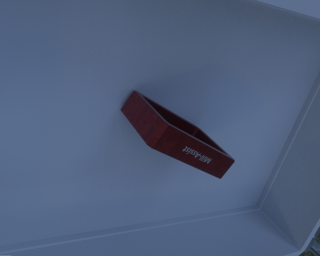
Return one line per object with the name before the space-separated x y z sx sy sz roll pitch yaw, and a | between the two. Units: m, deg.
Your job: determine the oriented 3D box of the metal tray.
metal tray | 0.023 0.009 0.382 0.131 0.090 0.030 27 103 -38
